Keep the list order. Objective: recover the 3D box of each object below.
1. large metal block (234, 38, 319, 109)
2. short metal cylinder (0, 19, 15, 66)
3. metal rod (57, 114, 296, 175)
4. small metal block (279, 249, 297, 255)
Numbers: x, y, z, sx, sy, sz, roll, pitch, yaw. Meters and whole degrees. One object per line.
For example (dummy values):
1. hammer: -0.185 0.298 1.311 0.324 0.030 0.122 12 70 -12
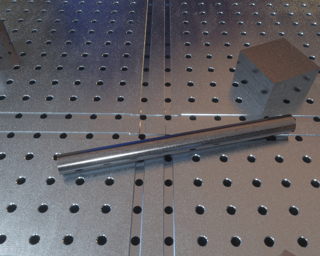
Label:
1. large metal block: 0.171 -0.084 0.464 0.081 0.050 0.080 -19 53 -16
2. short metal cylinder: -0.288 -0.139 0.505 0.081 0.050 0.080 0 50 0
3. metal rod: 0.027 0.019 0.392 0.302 0.025 0.025 -10 51 -9
4. small metal block: 0.126 0.150 0.283 0.050 0.025 0.050 28 55 21
